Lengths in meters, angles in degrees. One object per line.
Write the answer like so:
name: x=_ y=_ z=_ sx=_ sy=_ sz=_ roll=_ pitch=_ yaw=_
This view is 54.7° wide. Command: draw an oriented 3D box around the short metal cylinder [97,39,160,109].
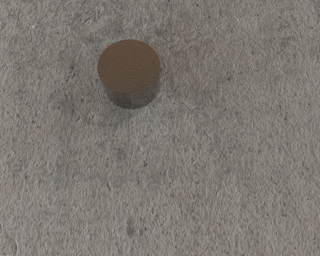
short metal cylinder: x=-0.040 y=-0.072 z=0.421 sx=0.081 sy=0.050 sz=0.080 roll=0 pitch=70 yaw=0
